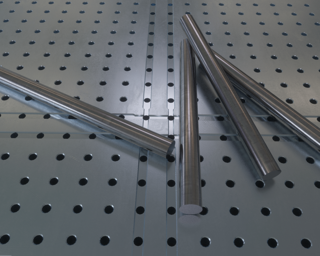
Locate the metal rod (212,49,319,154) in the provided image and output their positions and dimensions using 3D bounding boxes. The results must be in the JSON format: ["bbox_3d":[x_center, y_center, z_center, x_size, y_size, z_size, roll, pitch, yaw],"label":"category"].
[{"bbox_3d":[0.161,-0.029,0.433,0.025,0.025,0.300,-29,56,-22],"label":"metal rod"}]

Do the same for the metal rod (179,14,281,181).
[{"bbox_3d":[0.087,-0.063,0.443,0.025,0.025,0.299,-13,57,-11],"label":"metal rod"}]

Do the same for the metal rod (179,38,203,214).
[{"bbox_3d":[0.040,-0.027,0.430,0.025,0.025,0.300,2,50,2],"label":"metal rod"}]

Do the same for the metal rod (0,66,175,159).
[{"bbox_3d":[-0.119,-0.028,0.431,0.301,0.025,0.025,23,54,18],"label":"metal rod"}]
